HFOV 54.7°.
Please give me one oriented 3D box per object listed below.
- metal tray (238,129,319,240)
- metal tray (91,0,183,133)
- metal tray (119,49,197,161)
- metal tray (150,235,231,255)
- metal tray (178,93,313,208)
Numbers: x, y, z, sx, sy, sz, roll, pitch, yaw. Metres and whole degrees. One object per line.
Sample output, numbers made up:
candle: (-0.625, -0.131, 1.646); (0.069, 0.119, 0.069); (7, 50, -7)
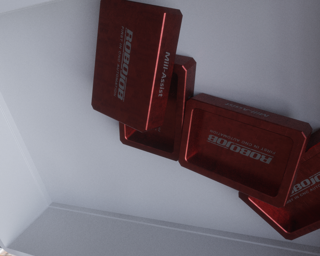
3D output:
metal tray: (0.169, 0.070, 0.359); (0.090, 0.030, 0.129); (42, 129, -2)
metal tray: (-0.031, -0.071, 0.344); (0.090, 0.030, 0.129); (24, 115, 32)
metal tray: (-0.007, -0.029, 0.387); (0.090, 0.030, 0.129); (16, 125, 21)
metal tray: (0.053, 0.238, 0.526); (0.130, 0.030, 0.089); (6, 121, 24)
metal tray: (0.088, 0.021, 0.346); (0.130, 0.030, 0.089); (21, 118, 29)
